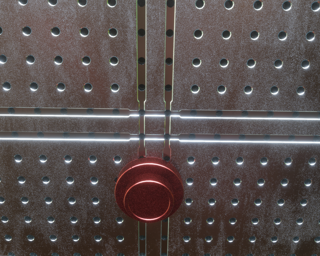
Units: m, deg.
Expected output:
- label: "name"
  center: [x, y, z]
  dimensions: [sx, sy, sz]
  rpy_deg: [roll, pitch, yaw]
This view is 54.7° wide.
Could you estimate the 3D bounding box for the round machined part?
- label: "round machined part"
  center: [-0.015, 0.094, 0.439]
  dimensions: [0.099, 0.042, 0.097]
  rpy_deg: [0, 110, -1]
